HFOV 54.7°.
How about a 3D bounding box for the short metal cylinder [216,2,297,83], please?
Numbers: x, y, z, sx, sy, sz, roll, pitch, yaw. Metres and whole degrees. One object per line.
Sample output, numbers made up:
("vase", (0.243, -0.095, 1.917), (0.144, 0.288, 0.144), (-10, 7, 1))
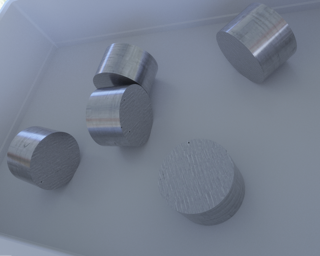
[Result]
("short metal cylinder", (0.114, -0.101, 0.372), (0.050, 0.080, 0.080), (-42, 51, 0))

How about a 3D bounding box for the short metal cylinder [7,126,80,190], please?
("short metal cylinder", (-0.159, 0.040, 0.430), (0.050, 0.080, 0.080), (10, 67, 33))

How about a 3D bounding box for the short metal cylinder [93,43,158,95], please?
("short metal cylinder", (-0.048, -0.075, 0.442), (0.080, 0.080, 0.050), (3, 63, 29))

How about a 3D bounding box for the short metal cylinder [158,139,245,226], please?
("short metal cylinder", (0.045, 0.058, 0.331), (0.080, 0.050, 0.080), (-13, 56, 21))

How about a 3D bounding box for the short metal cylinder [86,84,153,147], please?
("short metal cylinder", (-0.051, -0.016, 0.407), (0.050, 0.080, 0.080), (-1, 61, 28))
